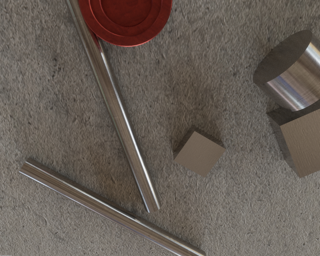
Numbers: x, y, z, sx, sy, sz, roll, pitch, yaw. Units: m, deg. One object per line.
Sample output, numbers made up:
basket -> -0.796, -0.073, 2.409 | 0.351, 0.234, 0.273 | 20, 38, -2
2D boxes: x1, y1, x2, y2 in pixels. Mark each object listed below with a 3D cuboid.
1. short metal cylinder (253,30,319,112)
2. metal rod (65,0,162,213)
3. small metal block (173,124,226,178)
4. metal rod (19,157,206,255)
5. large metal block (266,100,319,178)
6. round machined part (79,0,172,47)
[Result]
short metal cylinder -> 0.156, -0.065, 0.359 | 0.050, 0.080, 0.080 | 39, 105, -13
metal rod -> -0.053, -0.018, 0.402 | 0.025, 0.025, 0.298 | -16, 110, 5
small metal block -> 0.053, 0.031, 0.422 | 0.050, 0.025, 0.050 | 30, 107, -11
metal rod -> -0.061, 0.128, 0.456 | 0.301, 0.025, 0.025 | 32, 107, -12
large metal block -> 0.197, 0.006, 0.402 | 0.080, 0.050, 0.080 | -25, 109, 8
round machined part -> -0.037, -0.143, 0.345 | 0.099, 0.042, 0.097 | -1, 109, -4
